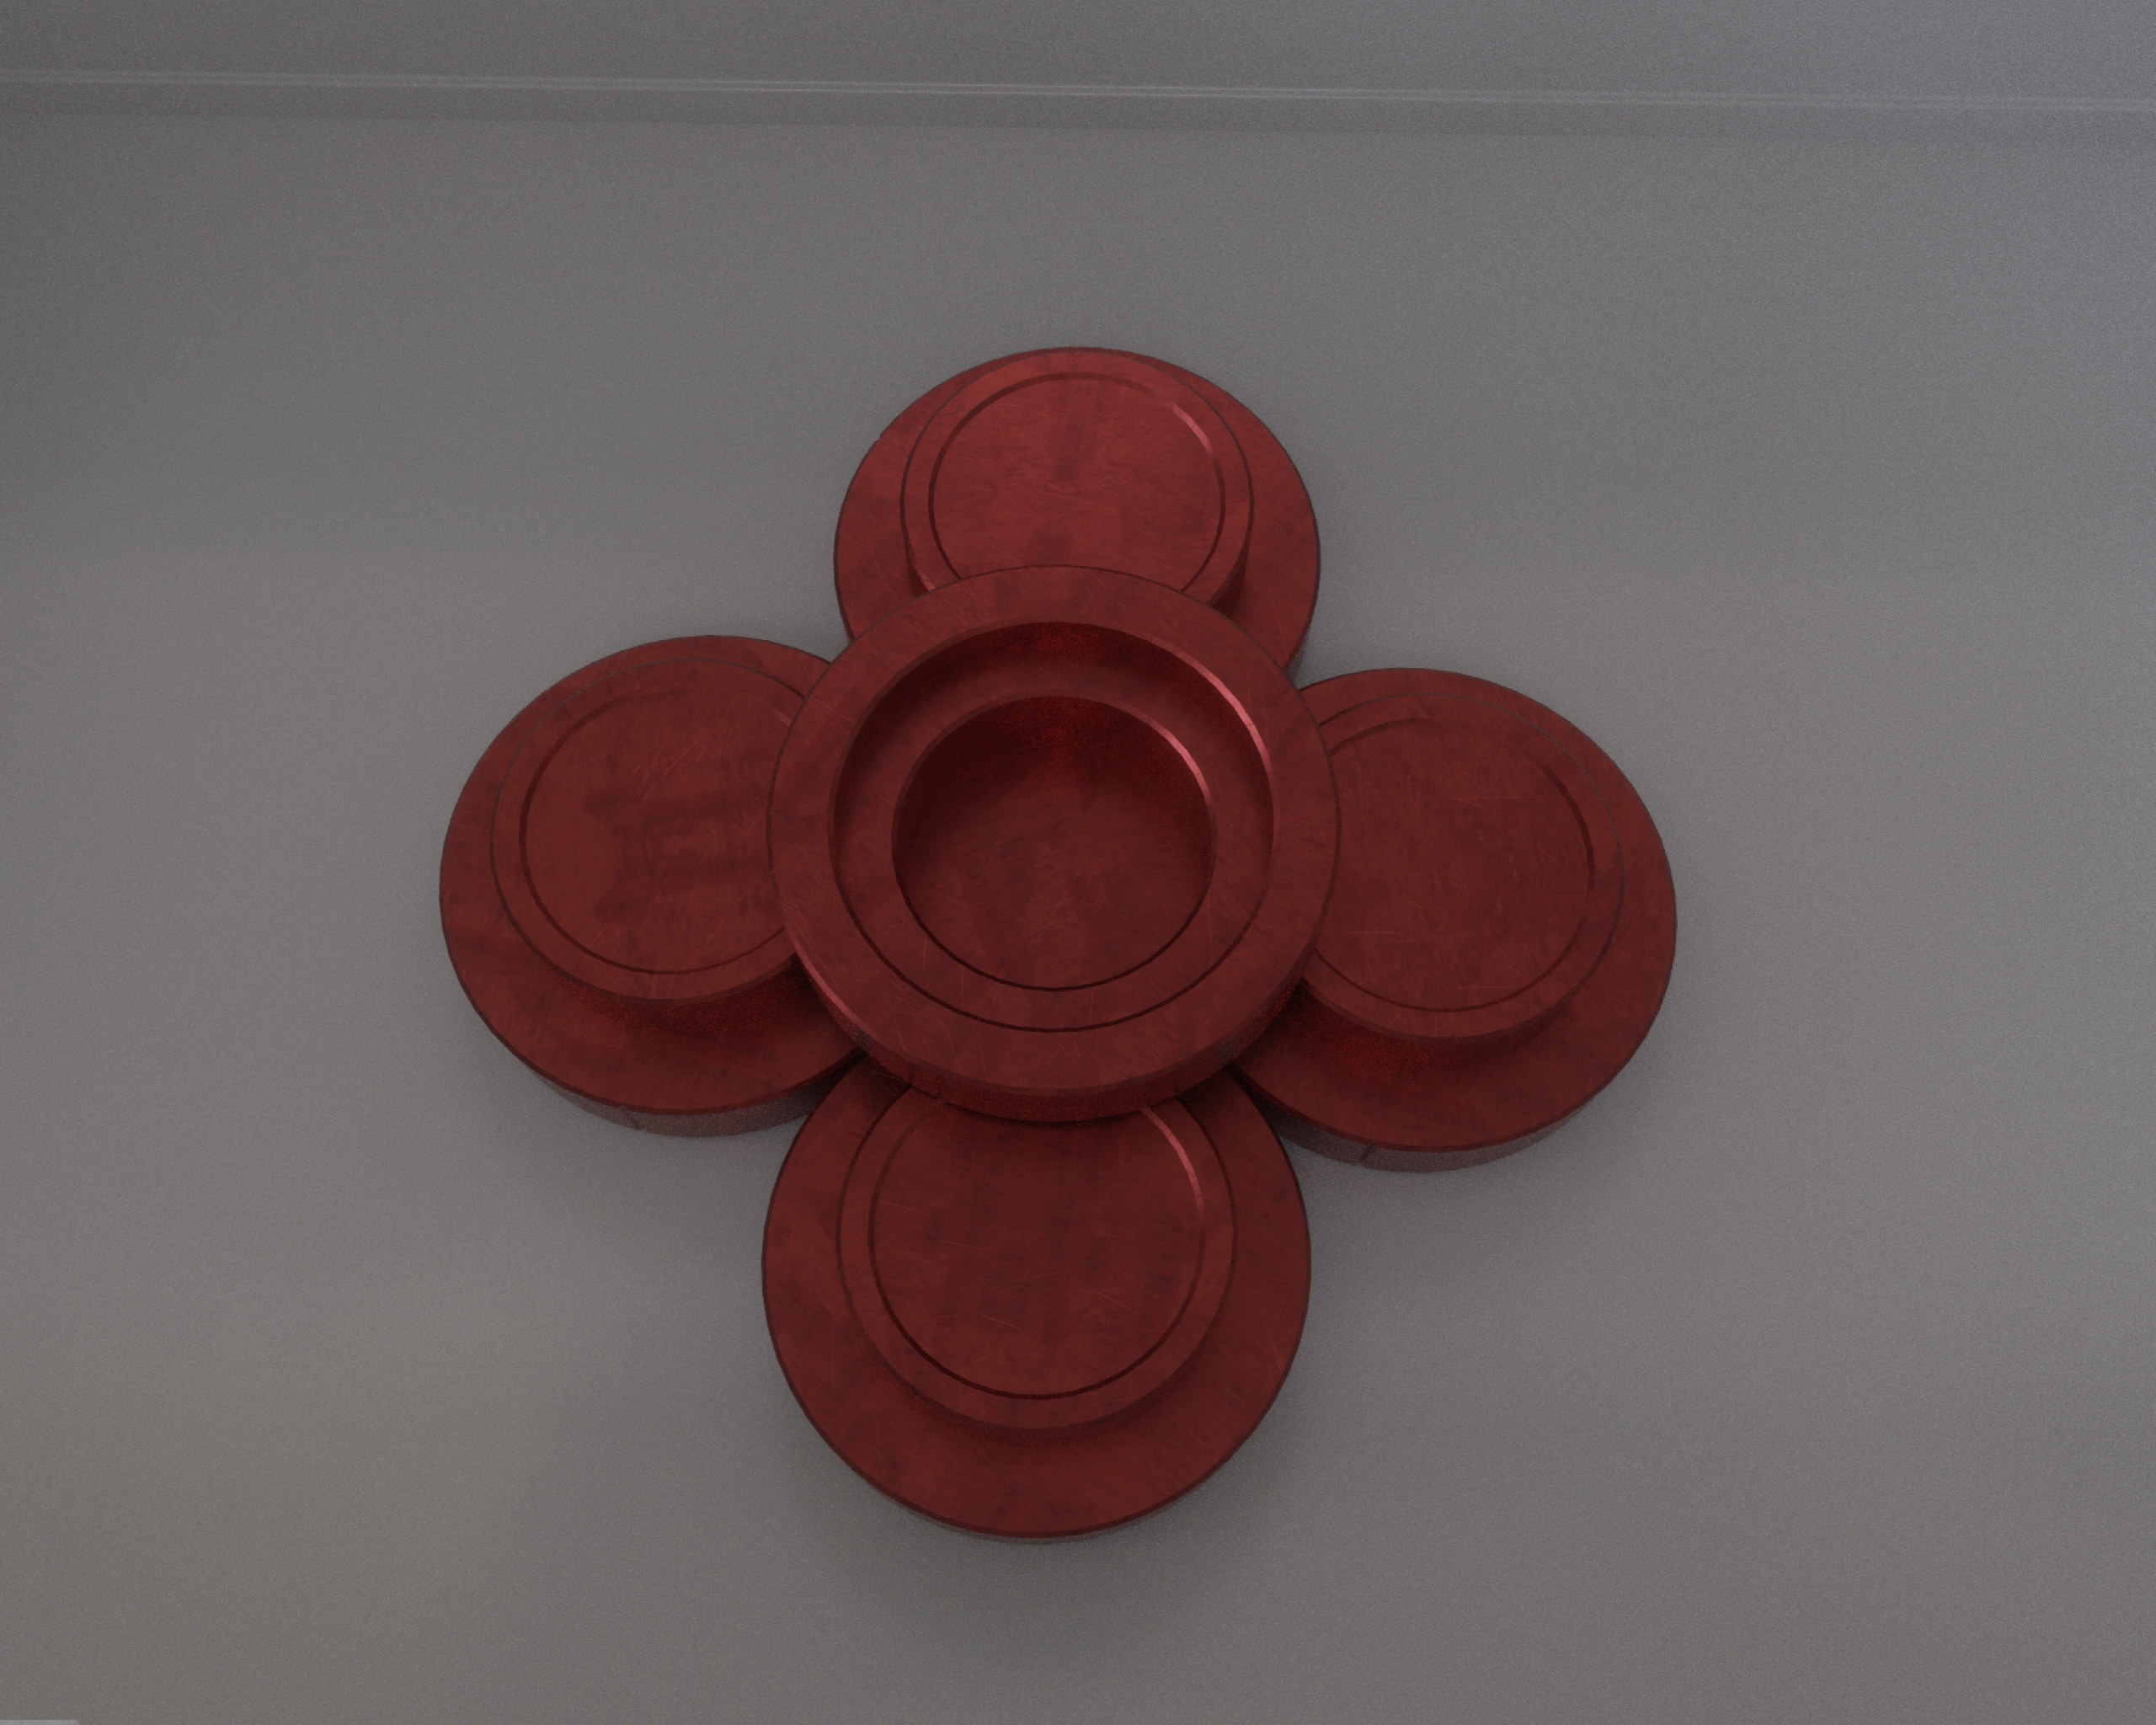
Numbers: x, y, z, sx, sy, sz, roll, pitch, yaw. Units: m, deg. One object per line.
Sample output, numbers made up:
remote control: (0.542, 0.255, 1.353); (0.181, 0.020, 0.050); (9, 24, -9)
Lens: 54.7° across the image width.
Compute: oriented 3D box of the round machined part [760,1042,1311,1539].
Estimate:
round machined part: (-0.007, 0.069, 0.373); (0.099, 0.042, 0.098); (1, 68, -1)

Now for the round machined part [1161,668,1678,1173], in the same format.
round machined part: (0.065, 0.007, 0.396); (0.099, 0.042, 0.098); (0, 70, 0)

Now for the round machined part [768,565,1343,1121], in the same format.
round machined part: (-0.004, -0.001, 0.376); (0.099, 0.042, 0.098); (0, 70, 0)

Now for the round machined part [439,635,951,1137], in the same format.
round machined part: (-0.073, 0.000, 0.397); (0.099, 0.042, 0.098); (0, 70, 0)

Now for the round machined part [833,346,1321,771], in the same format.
round machined part: (0.000, -0.063, 0.420); (0.099, 0.042, 0.098); (0, 70, 0)
